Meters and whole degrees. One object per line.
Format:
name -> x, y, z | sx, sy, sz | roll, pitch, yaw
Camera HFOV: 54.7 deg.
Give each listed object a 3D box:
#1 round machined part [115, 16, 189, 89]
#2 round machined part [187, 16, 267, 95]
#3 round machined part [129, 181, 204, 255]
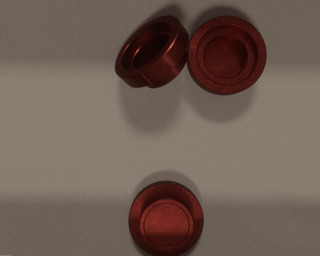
round machined part -> -0.005, -0.088, 0.385 | 0.098, 0.098, 0.042 | -48, 128, 0
round machined part -> 0.083, -0.091, 0.404 | 0.099, 0.042, 0.097 | 0, 90, -1
round machined part -> 0.008, 0.121, 0.403 | 0.099, 0.042, 0.097 | 0, 90, -1
